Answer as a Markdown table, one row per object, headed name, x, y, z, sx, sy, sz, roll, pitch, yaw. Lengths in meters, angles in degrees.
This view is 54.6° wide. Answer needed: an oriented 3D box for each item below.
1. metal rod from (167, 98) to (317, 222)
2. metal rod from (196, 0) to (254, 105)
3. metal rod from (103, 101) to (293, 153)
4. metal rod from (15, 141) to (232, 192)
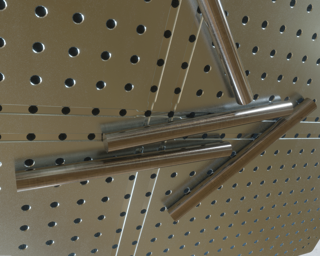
| name | x | y | z | sx | sy | sz | roll | pitch | yaw |
| --- | --- | --- | --- | --- | --- | --- | --- | --- | --- |
| metal rod | 0.137 | 0.052 | 0.516 | 0.300 | 0.025 | 0.025 | -38 | 129 | -3 |
| metal rod | 0.059 | -0.139 | 0.356 | 0.025 | 0.025 | 0.300 | -37 | 129 | -4 |
| metal rod | 0.069 | -0.007 | 0.443 | 0.302 | 0.025 | 0.025 | -11 | 123 | -23 |
| metal rod | -0.030 | 0.047 | 0.423 | 0.302 | 0.025 | 0.025 | -6 | 121 | -25 |
